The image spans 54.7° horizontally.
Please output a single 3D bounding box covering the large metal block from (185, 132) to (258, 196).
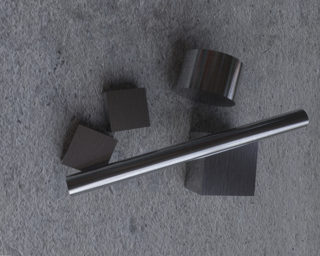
[{"bbox_3d":[0.085,0.049,0.429,0.081,0.050,0.080,6,88,-20],"label":"large metal block"}]

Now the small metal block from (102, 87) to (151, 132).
[{"bbox_3d":[-0.043,-0.023,0.394,0.050,0.025,0.050,-9,93,-20],"label":"small metal block"}]

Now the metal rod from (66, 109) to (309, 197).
[{"bbox_3d":[0.041,0.026,0.376,0.302,0.025,0.025,-15,96,-10],"label":"metal rod"}]

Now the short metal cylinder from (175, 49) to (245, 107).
[{"bbox_3d":[0.065,-0.063,0.405,0.081,0.080,0.050,17,85,-20],"label":"short metal cylinder"}]

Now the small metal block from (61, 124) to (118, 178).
[{"bbox_3d":[-0.086,0.028,0.378,0.050,0.025,0.050,24,82,-19],"label":"small metal block"}]
